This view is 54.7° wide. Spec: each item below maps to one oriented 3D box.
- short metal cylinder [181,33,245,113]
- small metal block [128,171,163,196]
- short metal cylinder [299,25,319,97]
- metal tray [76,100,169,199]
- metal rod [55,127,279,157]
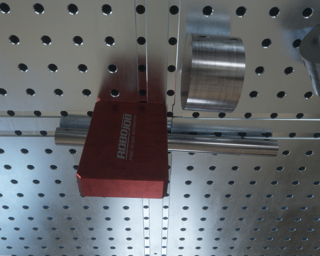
[{"bbox_3d":[0.052,-0.057,0.327,0.050,0.080,0.079,4,130,-3],"label":"short metal cylinder"},{"bbox_3d":[-0.020,0.079,0.479,0.050,0.025,0.050,-7,130,5],"label":"small metal block"},{"bbox_3d":[0.191,-0.073,0.316,0.080,0.080,0.050,-24,126,19],"label":"short metal cylinder"},{"bbox_3d":[-0.037,0.019,0.358,0.091,0.130,0.030,3,130,-2],"label":"metal tray"},{"bbox_3d":[0.011,0.020,0.428,0.302,0.025,0.025,3,130,-3],"label":"metal rod"}]
